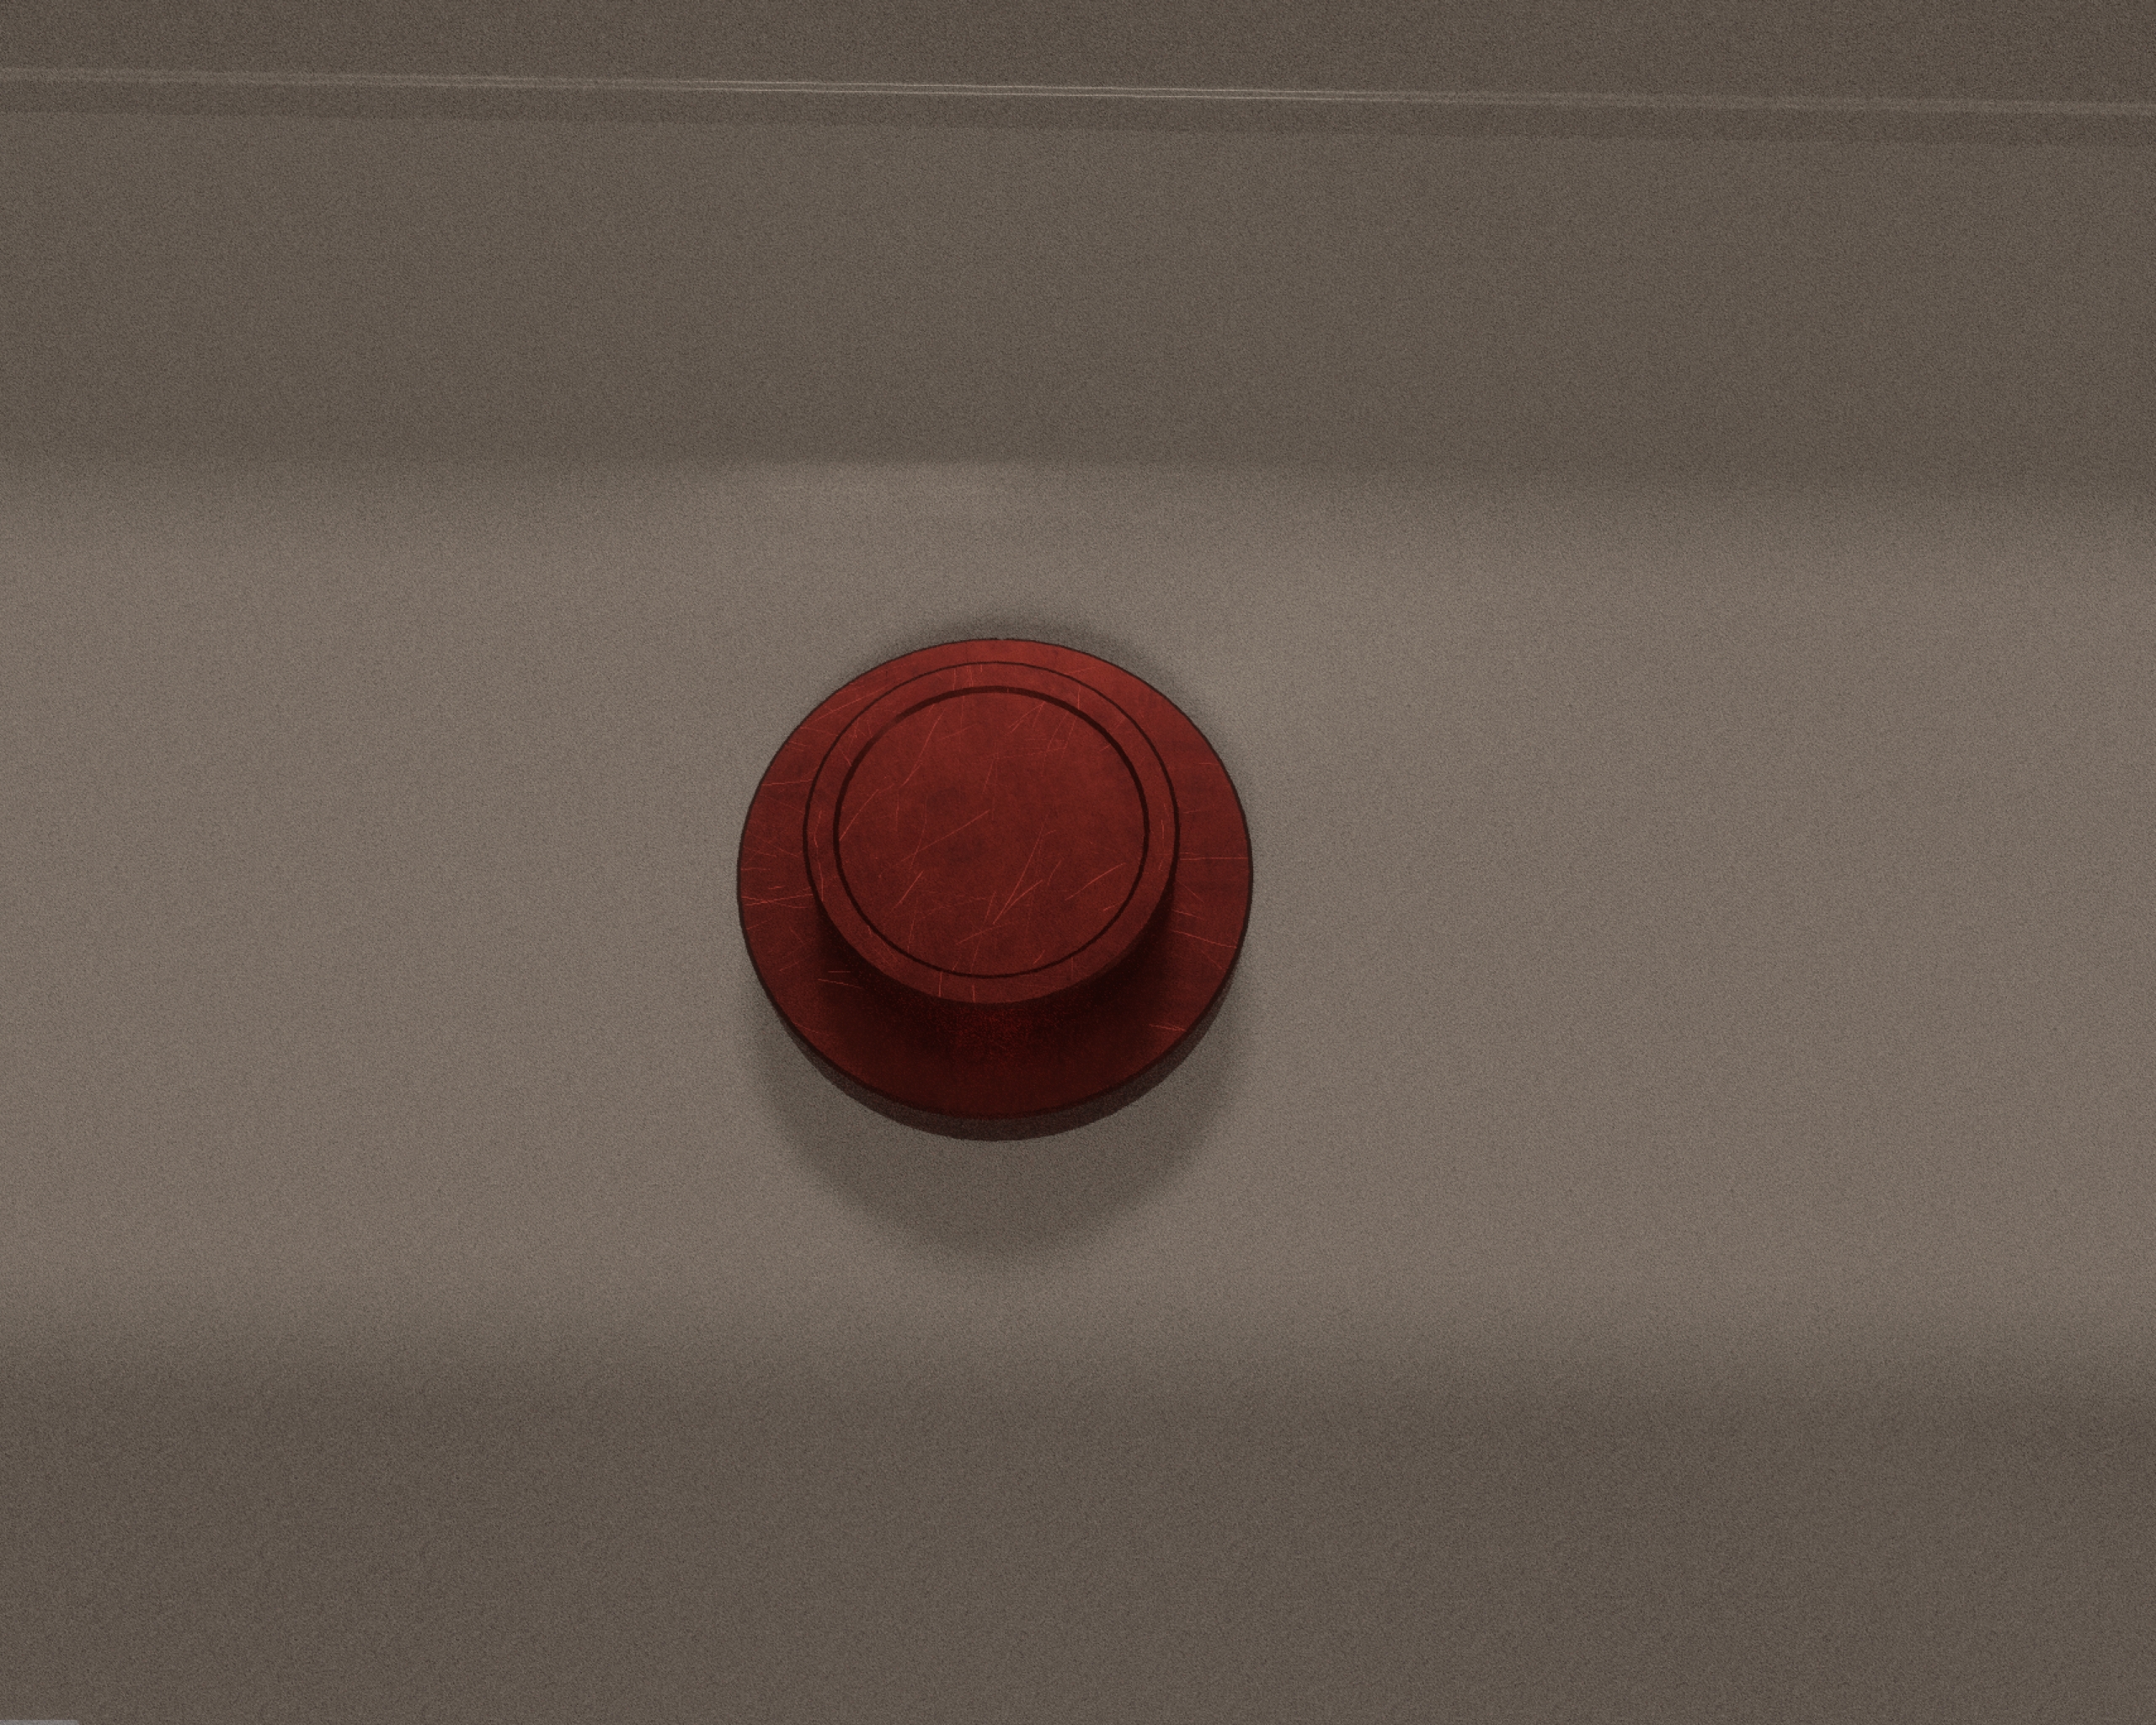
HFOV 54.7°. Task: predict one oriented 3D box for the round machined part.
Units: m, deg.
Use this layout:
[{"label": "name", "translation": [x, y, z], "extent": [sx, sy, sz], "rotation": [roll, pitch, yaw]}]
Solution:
[{"label": "round machined part", "translation": [-0.016, 0.001, 0.396], "extent": [0.099, 0.042, 0.098], "rotation": [0, 70, -1]}]
